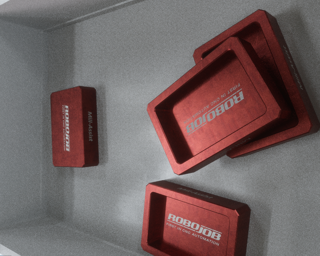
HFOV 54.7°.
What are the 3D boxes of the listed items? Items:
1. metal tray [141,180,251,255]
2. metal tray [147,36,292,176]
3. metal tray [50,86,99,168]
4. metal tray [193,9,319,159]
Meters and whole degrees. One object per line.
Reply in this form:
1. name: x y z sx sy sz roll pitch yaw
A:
1. metal tray: 0.037 0.122 0.372 0.130 0.030 0.089 9 95 39
2. metal tray: 0.052 -0.018 0.320 0.130 0.030 0.090 -36 68 34
3. metal tray: -0.146 0.000 0.524 0.090 0.030 0.129 -5 87 40
4. metal tray: 0.095 -0.042 0.324 0.090 0.030 0.129 -26 74 37
